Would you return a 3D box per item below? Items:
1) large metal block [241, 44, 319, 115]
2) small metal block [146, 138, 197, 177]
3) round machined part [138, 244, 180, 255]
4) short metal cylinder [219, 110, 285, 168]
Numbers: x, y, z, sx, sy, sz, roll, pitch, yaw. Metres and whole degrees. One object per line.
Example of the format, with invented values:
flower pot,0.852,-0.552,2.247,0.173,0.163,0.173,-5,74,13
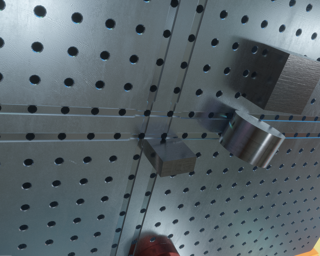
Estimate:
large metal block,0.179,-0.069,0.450,0.081,0.050,0.079,4,116,-31
small metal block,0.015,0.039,0.427,0.050,0.050,0.025,-6,121,-26
round machined part,-0.004,0.260,0.559,0.099,0.042,0.097,-14,124,-21
short metal cylinder,0.135,0.015,0.459,0.081,0.080,0.050,15,111,-34
